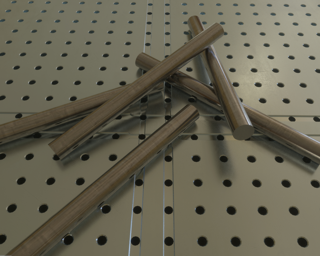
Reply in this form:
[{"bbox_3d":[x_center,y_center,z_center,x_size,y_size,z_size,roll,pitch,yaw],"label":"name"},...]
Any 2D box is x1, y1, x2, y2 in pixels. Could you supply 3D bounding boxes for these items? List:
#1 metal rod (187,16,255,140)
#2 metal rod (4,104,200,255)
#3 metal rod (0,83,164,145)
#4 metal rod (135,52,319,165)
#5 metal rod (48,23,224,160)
[{"bbox_3d":[0.079,-0.096,0.464,0.025,0.025,0.300,-5,43,-4],"label":"metal rod"},{"bbox_3d":[-0.057,0.062,0.354,0.025,0.025,0.302,35,58,25],"label":"metal rod"},{"bbox_3d":[-0.135,-0.017,0.420,0.302,0.025,0.025,-21,53,-17],"label":"metal rod"},{"bbox_3d":[0.086,-0.038,0.440,0.300,0.025,0.025,32,57,23],"label":"metal rod"},{"bbox_3d":[-0.020,-0.061,0.430,0.301,0.025,0.025,-40,60,-19],"label":"metal rod"}]
